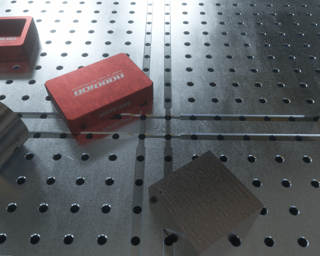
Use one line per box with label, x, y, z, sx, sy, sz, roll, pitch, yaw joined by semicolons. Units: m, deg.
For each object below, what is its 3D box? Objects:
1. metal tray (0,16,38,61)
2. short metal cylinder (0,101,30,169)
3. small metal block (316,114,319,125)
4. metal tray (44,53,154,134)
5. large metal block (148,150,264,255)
metal tray;-0.286;-0.152;0.528;0.131;0.030;0.090;-3;50;-3
short metal cylinder;-0.205;0.005;0.365;0.080;0.080;0.050;19;53;15
small metal block;0.252;-0.019;0.427;0.050;0.025;0.050;26;55;20
metal tray;-0.086;-0.054;0.449;0.131;0.030;0.090;-27;55;-21
large metal block;0.044;0.083;0.323;0.081;0.050;0.080;-28;56;-22
